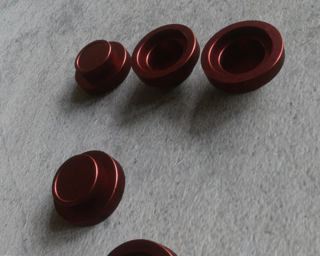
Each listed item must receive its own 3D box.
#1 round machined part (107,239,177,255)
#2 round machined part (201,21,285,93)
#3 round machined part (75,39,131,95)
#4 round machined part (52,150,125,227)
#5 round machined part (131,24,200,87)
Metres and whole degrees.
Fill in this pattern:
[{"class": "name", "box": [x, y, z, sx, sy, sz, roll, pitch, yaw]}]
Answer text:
[{"class": "round machined part", "box": [-0.015, 0.163, 0.300, 0.098, 0.042, 0.098, -13, 56, 20]}, {"class": "round machined part", "box": [0.105, -0.084, 0.389, 0.098, 0.042, 0.098, -13, 56, 20]}, {"class": "round machined part", "box": [-0.099, -0.106, 0.508, 0.098, 0.042, 0.098, -13, 56, 20]}, {"class": "round machined part", "box": [-0.098, 0.073, 0.398, 0.098, 0.042, 0.098, -13, 56, 20]}, {"class": "round machined part", "box": [0.011, -0.099, 0.446, 0.098, 0.042, 0.098, -13, 56, 20]}]
